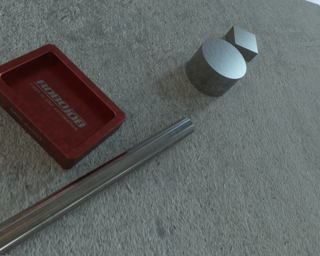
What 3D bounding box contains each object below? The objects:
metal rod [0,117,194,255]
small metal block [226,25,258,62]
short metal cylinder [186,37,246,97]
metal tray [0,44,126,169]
[{"bbox_3d":[-0.067,0.056,0.333,0.302,0.025,0.025,-30,78,-38],"label":"metal rod"},{"bbox_3d":[0.154,-0.159,0.583,0.050,0.025,0.050,16,55,-19],"label":"small metal block"},{"bbox_3d":[0.089,-0.097,0.494,0.081,0.050,0.080,14,56,-21],"label":"short metal cylinder"},{"bbox_3d":[-0.116,-0.028,0.355,0.130,0.030,0.090,44,51,2],"label":"metal tray"}]
